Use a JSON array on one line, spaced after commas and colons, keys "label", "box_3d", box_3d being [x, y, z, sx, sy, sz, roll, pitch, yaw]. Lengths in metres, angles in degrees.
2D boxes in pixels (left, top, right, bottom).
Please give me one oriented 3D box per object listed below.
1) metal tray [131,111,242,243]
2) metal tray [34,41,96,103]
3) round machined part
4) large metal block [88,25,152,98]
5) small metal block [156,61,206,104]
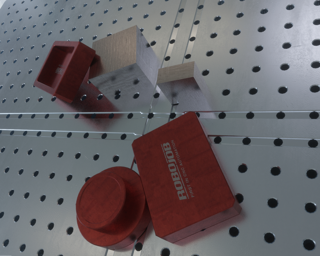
[{"label": "metal tray", "box_3d": [0.025, 0.053, 0.360, 0.090, 0.030, 0.130, -27, 52, 11]}, {"label": "metal tray", "box_3d": [-0.162, -0.097, 0.514, 0.130, 0.030, 0.090, 22, 87, 53]}, {"label": "round machined part", "box_3d": [-0.061, 0.091, 0.373, 0.098, 0.042, 0.098, -13, 56, 21]}, {"label": "large metal block", "box_3d": [-0.061, -0.104, 0.488, 0.080, 0.050, 0.080, -15, 56, 19]}, {"label": "small metal block", "box_3d": [0.030, -0.059, 0.413, 0.050, 0.050, 0.025, -7, 59, 24]}]
